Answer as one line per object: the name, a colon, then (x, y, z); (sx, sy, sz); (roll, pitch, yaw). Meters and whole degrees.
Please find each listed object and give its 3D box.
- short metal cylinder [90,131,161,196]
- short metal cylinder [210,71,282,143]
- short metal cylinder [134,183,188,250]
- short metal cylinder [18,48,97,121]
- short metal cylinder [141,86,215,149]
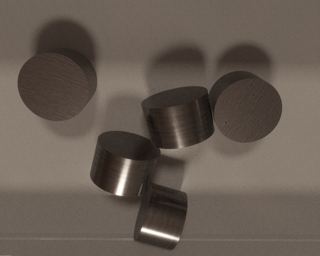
short metal cylinder: (-0.045, 0.043, 0.397); (0.081, 0.080, 0.050); (14, 110, -6)
short metal cylinder: (0.104, -0.028, 0.389); (0.081, 0.050, 0.079); (0, 110, -1)
short metal cylinder: (0.000, 0.121, 0.427); (0.050, 0.080, 0.079); (18, 109, -7)
short metal cylinder: (-0.122, -0.054, 0.376); (0.081, 0.050, 0.079); (0, 110, -1)
short metal cylinder: (0.022, -0.015, 0.377); (0.080, 0.080, 0.050); (-12, 110, 4)
